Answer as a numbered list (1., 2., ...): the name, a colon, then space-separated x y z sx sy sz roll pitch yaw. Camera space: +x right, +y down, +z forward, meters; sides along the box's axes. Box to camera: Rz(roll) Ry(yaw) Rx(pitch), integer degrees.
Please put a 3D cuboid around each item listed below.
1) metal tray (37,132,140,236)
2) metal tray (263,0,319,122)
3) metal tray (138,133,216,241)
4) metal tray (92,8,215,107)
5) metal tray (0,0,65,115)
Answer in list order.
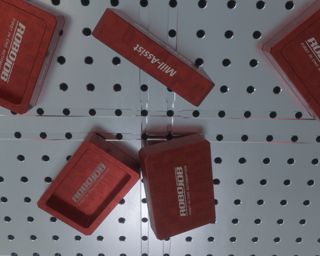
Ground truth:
1. metal tray: -0.099 0.081 0.439 0.090 0.030 0.130 36 106 -13
2. metal tray: 0.203 -0.078 0.383 0.090 0.030 0.130 -40 106 13
3. metal tray: 0.026 0.081 0.425 0.091 0.030 0.129 -14 111 -17
4. metal tray: -0.005 -0.082 0.348 0.130 0.090 0.030 33 107 -12
5. metal tray: -0.182 -0.092 0.375 0.090 0.030 0.129 24 108 -9
